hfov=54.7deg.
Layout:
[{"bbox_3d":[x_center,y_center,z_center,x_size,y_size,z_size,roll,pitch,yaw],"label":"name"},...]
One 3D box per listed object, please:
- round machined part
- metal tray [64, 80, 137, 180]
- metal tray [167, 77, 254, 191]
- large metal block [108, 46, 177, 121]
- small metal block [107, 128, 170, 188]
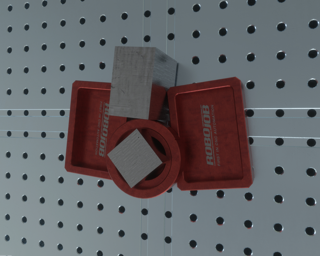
[{"bbox_3d":[-0.015,0.037,0.395,0.098,0.042,0.097,0,90,19],"label":"round machined part"},{"bbox_3d":[-0.082,0.002,0.434,0.090,0.030,0.129,7,92,19],"label":"metal tray"},{"bbox_3d":[0.062,0.009,0.384,0.090,0.030,0.129,-7,88,19],"label":"metal tray"},{"bbox_3d":[-0.018,-0.052,0.386,0.050,0.080,0.079,7,92,20],"label":"large metal block"},{"bbox_3d":[-0.026,0.036,0.373,0.050,0.025,0.050,-41,77,15],"label":"small metal block"}]
